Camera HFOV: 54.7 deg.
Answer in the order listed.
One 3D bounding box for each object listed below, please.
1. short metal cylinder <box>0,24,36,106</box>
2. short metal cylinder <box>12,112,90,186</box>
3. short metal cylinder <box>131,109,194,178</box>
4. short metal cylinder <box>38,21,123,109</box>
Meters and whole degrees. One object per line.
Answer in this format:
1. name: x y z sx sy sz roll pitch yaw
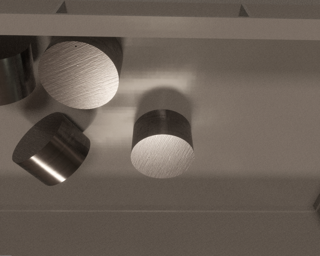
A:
1. short metal cylinder: -0.172 -0.065 0.315 0.081 0.080 0.050 6 130 -6
2. short metal cylinder: -0.137 0.026 0.393 0.080 0.080 0.050 -26 126 20
3. short metal cylinder: 0.003 0.022 0.411 0.081 0.050 0.079 0 130 0
4. short metal cylinder: -0.083 -0.067 0.334 0.081 0.050 0.079 0 130 0
